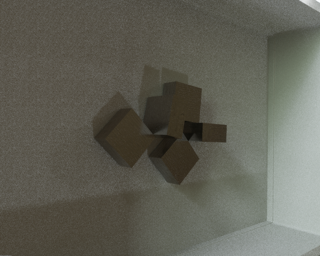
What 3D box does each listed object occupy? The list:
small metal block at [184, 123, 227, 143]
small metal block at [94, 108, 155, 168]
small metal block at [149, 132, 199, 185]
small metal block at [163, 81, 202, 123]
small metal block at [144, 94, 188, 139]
[{"bbox_3d":[0.058,0.007,0.439,0.050,0.050,0.025,4,88,-40],"label":"small metal block"},{"bbox_3d":[-0.041,0.012,0.372,0.050,0.025,0.050,-53,121,-27],"label":"small metal block"},{"bbox_3d":[0.020,0.041,0.423,0.050,0.025,0.050,-48,119,-29],"label":"small metal block"},{"bbox_3d":[0.030,-0.034,0.432,0.050,0.025,0.050,8,85,-40],"label":"small metal block"},{"bbox_3d":[0.005,-0.014,0.394,0.025,0.050,0.050,16,80,-39],"label":"small metal block"}]
